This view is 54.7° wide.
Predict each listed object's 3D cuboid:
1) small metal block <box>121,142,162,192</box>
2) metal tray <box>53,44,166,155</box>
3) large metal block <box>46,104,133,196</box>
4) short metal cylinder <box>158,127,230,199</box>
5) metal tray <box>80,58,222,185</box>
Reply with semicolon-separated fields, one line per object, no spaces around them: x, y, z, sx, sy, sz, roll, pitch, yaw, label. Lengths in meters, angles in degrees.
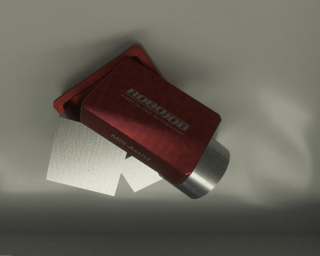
-0.025;0.053;0.429;0.050;0.025;0.050;-27;108;9;small metal block
-0.054;-0.034;0.393;0.130;0.030;0.090;-32;107;10;metal tray
-0.081;0.025;0.370;0.080;0.050;0.079;15;109;-6;large metal block
0.043;0.043;0.398;0.050;0.080;0.080;38;106;-13;short metal cylinder
-0.008;-0.011;0.340;0.130;0.090;0.030;33;145;3;metal tray
